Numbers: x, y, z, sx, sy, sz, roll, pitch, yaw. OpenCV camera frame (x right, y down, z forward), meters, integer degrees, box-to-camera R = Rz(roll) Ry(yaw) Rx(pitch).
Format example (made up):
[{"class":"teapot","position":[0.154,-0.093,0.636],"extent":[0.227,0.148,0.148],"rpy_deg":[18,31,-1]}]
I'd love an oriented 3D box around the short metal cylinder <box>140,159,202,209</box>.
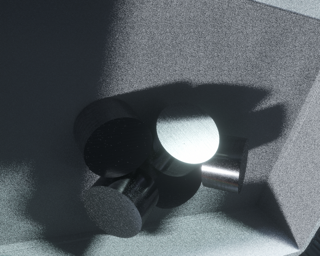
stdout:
[{"class":"short metal cylinder","position":[0.013,0.067,0.441],"extent":[0.081,0.050,0.079],"rpy_deg":[-14,125,-21]}]

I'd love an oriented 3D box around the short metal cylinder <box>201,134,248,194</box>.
[{"class":"short metal cylinder","position":[0.096,0.051,0.450],"extent":[0.080,0.050,0.080],"rpy_deg":[8,91,-68]}]

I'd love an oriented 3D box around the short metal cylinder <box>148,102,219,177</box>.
[{"class":"short metal cylinder","position":[0.026,0.015,0.386],"extent":[0.081,0.080,0.050],"rpy_deg":[-8,158,-25]}]

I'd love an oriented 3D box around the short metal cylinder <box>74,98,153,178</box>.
[{"class":"short metal cylinder","position":[-0.056,0.012,0.367],"extent":[0.081,0.050,0.079],"rpy_deg":[-14,125,-21]}]

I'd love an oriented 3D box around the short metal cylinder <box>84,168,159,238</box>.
[{"class":"short metal cylinder","position":[-0.048,0.091,0.394],"extent":[0.050,0.080,0.079],"rpy_deg":[-49,149,-54]}]
